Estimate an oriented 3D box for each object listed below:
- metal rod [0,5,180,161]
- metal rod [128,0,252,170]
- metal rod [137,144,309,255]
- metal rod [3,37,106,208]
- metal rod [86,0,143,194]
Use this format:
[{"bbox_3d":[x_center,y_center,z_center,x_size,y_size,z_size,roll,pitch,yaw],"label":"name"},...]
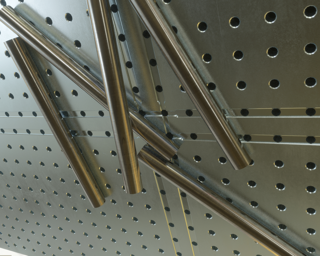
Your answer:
[{"bbox_3d":[-0.096,-0.061,0.422,0.300,0.025,0.025,40,129,0],"label":"metal rod"},{"bbox_3d":[0.021,-0.077,0.351,0.025,0.025,0.299,-24,106,36],"label":"metal rod"},{"bbox_3d":[0.096,0.118,0.432,0.301,0.025,0.025,34,129,5],"label":"metal rod"},{"bbox_3d":[-0.159,0.003,0.494,0.025,0.025,0.298,-8,115,31],"label":"metal rod"},{"bbox_3d":[-0.057,-0.054,0.381,0.025,0.025,0.298,2,112,27],"label":"metal rod"}]
